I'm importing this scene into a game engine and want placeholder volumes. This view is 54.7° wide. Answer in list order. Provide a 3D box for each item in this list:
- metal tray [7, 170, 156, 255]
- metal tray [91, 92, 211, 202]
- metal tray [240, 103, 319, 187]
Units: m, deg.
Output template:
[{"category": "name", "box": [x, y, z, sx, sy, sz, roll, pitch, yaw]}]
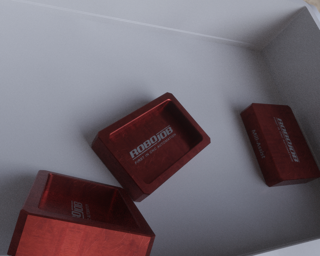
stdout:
[{"category": "metal tray", "box": [-0.065, 0.072, 0.261, 0.091, 0.130, 0.030, 17, 89, -17]}, {"category": "metal tray", "box": [-0.007, 0.018, 0.388, 0.131, 0.030, 0.090, -34, 81, -38]}, {"category": "metal tray", "box": [0.190, 0.024, 0.493, 0.091, 0.030, 0.130, 1, 61, -28]}]
